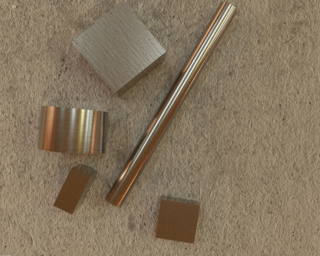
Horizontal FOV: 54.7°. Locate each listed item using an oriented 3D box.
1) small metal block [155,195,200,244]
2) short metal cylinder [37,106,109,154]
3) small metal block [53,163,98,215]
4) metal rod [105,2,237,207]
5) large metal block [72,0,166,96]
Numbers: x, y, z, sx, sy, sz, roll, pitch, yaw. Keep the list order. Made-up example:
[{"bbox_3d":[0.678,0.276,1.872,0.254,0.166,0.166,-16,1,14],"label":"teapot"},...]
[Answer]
[{"bbox_3d":[0.023,0.120,0.410,0.050,0.025,0.050,9,90,-1],"label":"small metal block"},{"bbox_3d":[-0.106,0.002,0.381,0.081,0.080,0.050,5,90,-1],"label":"short metal cylinder"},{"bbox_3d":[-0.106,0.076,0.396,0.025,0.050,0.050,26,90,0],"label":"small metal block"},{"bbox_3d":[0.015,-0.031,0.410,0.025,0.025,0.299,31,90,-1],"label":"metal rod"},{"bbox_3d":[-0.049,-0.098,0.397,0.080,0.050,0.080,-39,91,0],"label":"large metal block"}]
